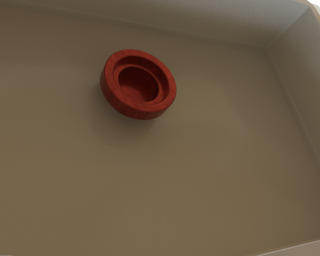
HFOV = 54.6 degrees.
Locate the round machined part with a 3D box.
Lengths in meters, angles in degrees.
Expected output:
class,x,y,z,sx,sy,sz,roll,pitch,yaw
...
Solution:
class,x,y,z,sx,sy,sz,roll,pitch,yaw
round machined part,-0.031,-0.052,0.409,0.099,0.042,0.098,13,56,-21
